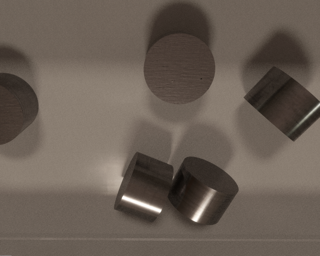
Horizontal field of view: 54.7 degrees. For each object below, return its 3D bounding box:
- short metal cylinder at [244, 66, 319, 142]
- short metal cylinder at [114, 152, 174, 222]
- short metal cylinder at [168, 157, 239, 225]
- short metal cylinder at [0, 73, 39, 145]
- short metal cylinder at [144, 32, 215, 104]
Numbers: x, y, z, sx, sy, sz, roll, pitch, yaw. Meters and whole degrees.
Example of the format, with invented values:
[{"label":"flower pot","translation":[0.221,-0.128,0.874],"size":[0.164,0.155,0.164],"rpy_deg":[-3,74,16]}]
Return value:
[{"label":"short metal cylinder","translation":[0.149,-0.029,0.373],"size":[0.080,0.080,0.050],"rpy_deg":[38,106,-13]},{"label":"short metal cylinder","translation":[-0.022,0.078,0.410],"size":[0.050,0.080,0.079],"rpy_deg":[23,108,-9]},{"label":"short metal cylinder","translation":[0.056,0.082,0.413],"size":[0.080,0.080,0.050],"rpy_deg":[24,108,-9]},{"label":"short metal cylinder","translation":[-0.201,-0.025,0.386],"size":[0.081,0.050,0.079],"rpy_deg":[0,110,-1]},{"label":"short metal cylinder","translation":[0.022,-0.074,0.371],"size":[0.081,0.050,0.079],"rpy_deg":[0,110,-1]}]
